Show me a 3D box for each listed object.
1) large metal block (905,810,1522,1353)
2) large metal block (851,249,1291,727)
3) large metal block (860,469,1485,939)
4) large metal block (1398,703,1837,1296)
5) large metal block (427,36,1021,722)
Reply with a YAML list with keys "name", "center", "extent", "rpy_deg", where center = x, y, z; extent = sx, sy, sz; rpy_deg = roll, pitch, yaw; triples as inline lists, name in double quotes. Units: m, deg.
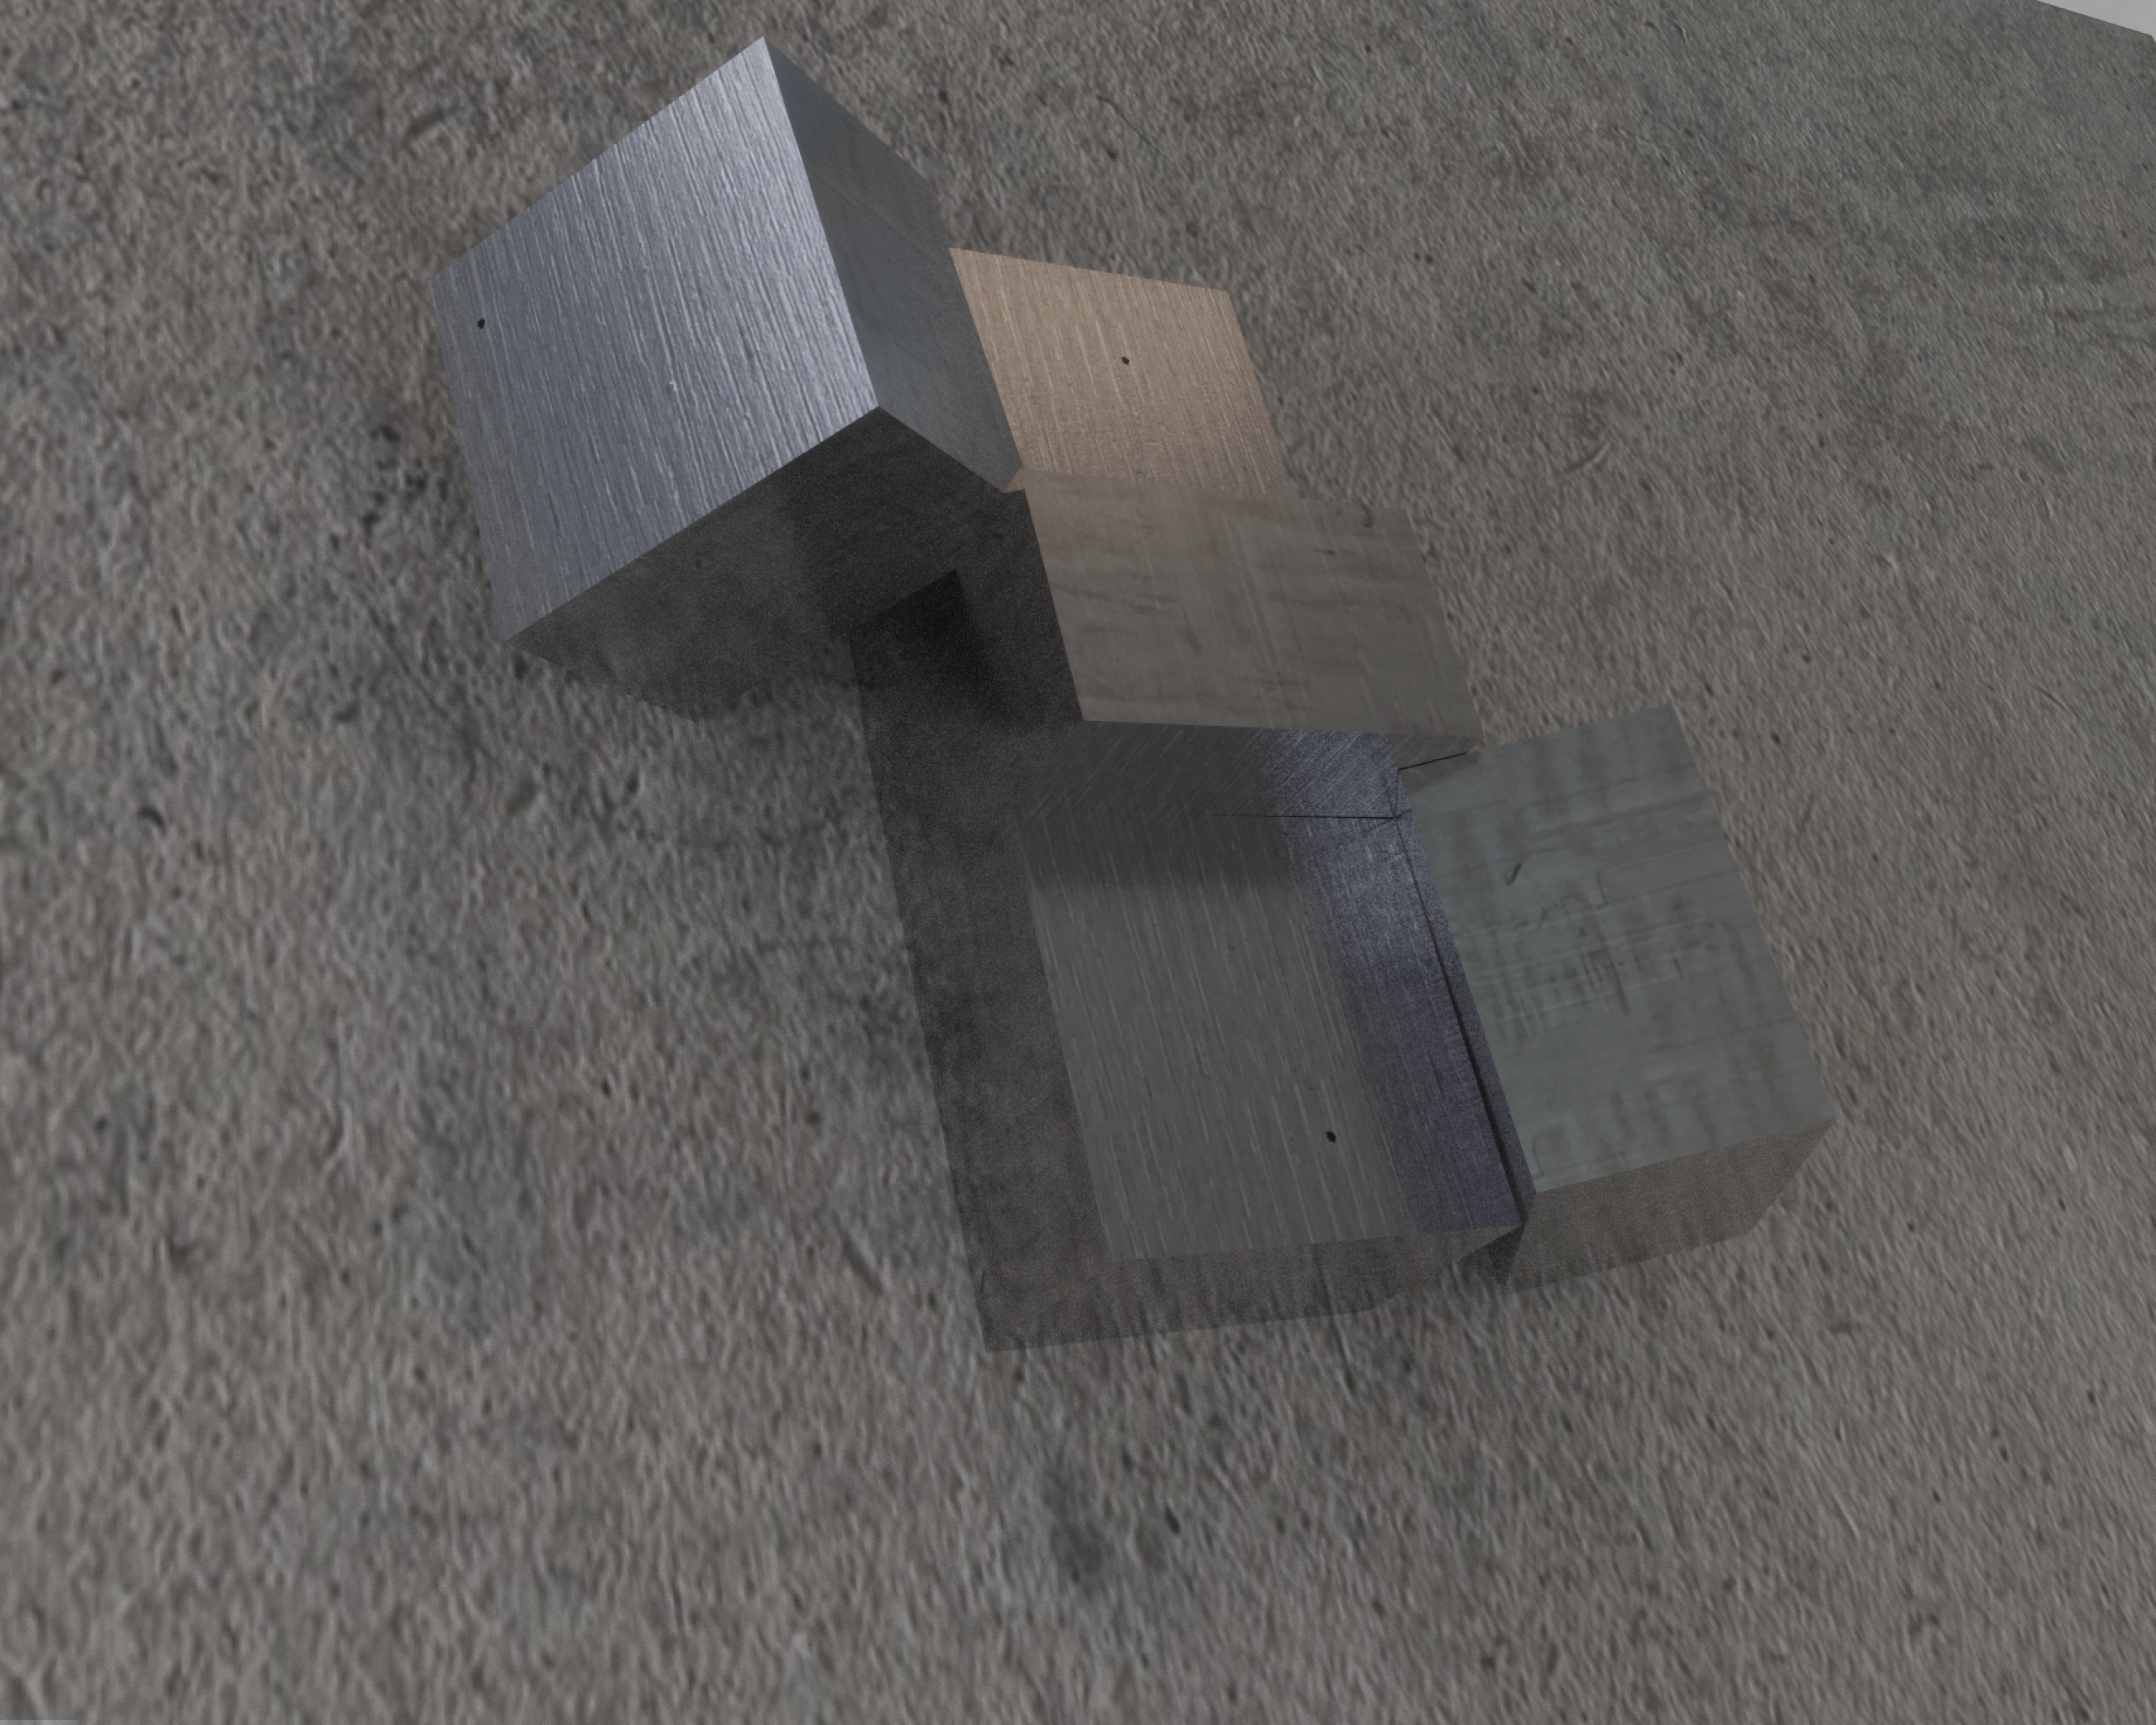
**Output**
- name: "large metal block"
  center: [0.022, 0.038, 0.376]
  extent: [0.081, 0.050, 0.080]
  rpy_deg: [1, 62, -28]
- name: "large metal block"
  center: [-0.005, -0.076, 0.431]
  extent: [0.081, 0.050, 0.080]
  rpy_deg: [0, 62, -28]
- name: "large metal block"
  center: [0.014, -0.026, 0.392]
  extent: [0.081, 0.080, 0.050]
  rpy_deg: [0, 62, -28]
- name: "large metal block"
  center: [0.095, 0.029, 0.393]
  extent: [0.050, 0.080, 0.080]
  rpy_deg: [-14, 65, 1]
- name: "large metal block"
  center: [-0.063, -0.084, 0.376]
  extent: [0.050, 0.080, 0.080]
  rpy_deg: [24, 43, -58]
